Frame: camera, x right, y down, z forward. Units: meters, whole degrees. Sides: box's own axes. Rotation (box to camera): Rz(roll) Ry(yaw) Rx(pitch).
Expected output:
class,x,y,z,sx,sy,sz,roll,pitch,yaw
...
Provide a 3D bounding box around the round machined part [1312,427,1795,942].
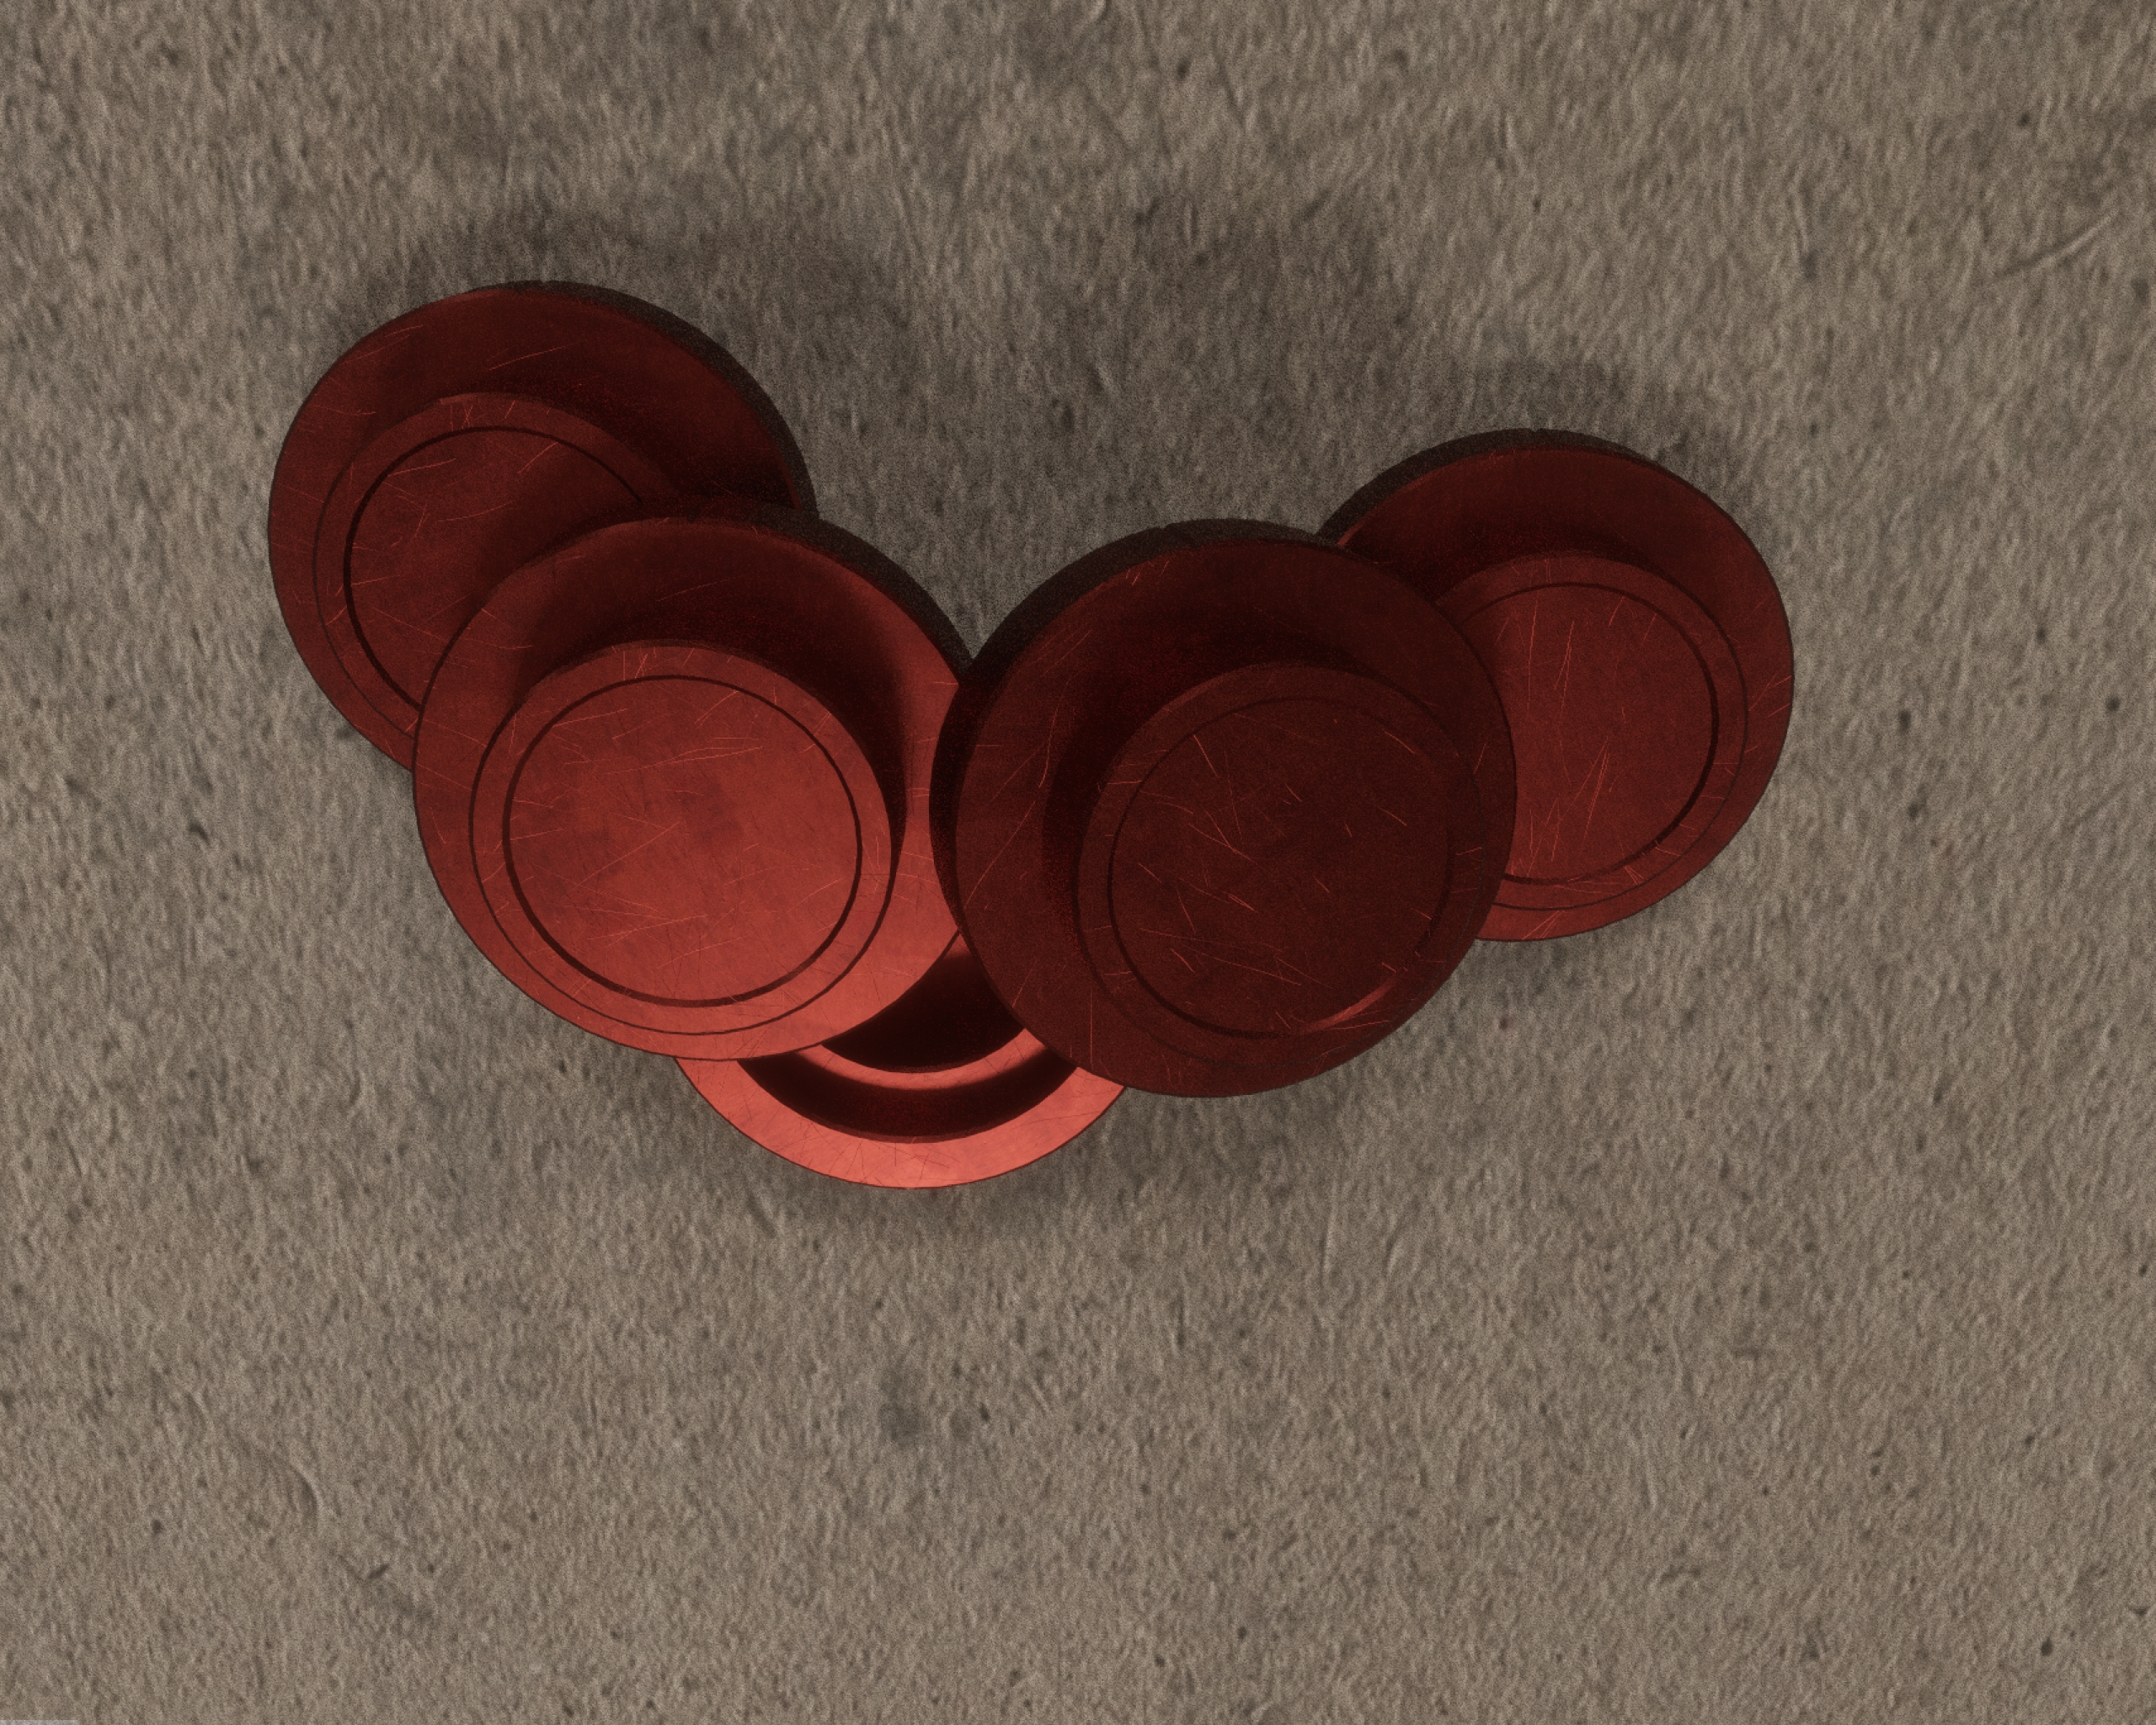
class,x,y,z,sx,sy,sz,roll,pitch,yaw
round machined part,0.086,-0.030,0.392,0.099,0.042,0.097,0,110,-1

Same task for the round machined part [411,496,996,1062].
class,x,y,z,sx,sy,sz,roll,pitch,yaw
round machined part,-0.063,-0.010,0.352,0.099,0.042,0.097,0,110,-1

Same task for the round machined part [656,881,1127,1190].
class,x,y,z,sx,sy,sz,roll,pitch,yaw
round machined part,-0.032,0.011,0.405,0.099,0.042,0.097,0,110,-1

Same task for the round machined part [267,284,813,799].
class,x,y,z,sx,sy,sz,roll,pitch,yaw
round machined part,-0.098,-0.054,0.380,0.099,0.042,0.097,0,110,-1

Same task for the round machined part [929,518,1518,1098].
class,x,y,z,sx,sy,sz,roll,pitch,yaw
round machined part,0.027,-0.005,0.345,0.099,0.042,0.097,-5,109,-13
